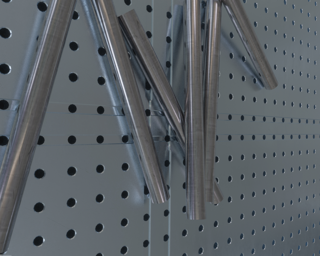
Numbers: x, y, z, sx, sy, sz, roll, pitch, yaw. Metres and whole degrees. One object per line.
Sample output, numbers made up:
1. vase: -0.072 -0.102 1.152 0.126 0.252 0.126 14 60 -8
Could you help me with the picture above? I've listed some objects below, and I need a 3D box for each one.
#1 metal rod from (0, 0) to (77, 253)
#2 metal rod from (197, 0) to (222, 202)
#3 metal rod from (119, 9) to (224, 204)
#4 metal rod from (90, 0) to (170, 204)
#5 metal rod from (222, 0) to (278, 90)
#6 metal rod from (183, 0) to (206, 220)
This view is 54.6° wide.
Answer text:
1. metal rod: -0.119 -0.035 0.301 0.025 0.025 0.299 19 80 -38
2. metal rod: 0.071 -0.048 0.445 0.025 0.025 0.299 15 74 -39
3. metal rod: 0.022 -0.014 0.426 0.025 0.025 0.299 -42 115 -32
4. metal rod: -0.039 -0.046 0.375 0.025 0.025 0.299 -26 106 -37
5. metal rod: 0.129 -0.172 0.495 0.300 0.025 0.025 48 61 -36
6. metal rod: 0.045 -0.033 0.416 0.025 0.025 0.299 10 75 -40
